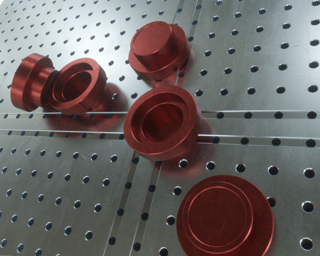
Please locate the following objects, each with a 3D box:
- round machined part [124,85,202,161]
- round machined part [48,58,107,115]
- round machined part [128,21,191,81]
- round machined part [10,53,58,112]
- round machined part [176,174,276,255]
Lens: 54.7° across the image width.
[{"bbox_3d":[0.007,-0.003,0.394,0.098,0.042,0.098,-13,56,20],"label":"round machined part"},{"bbox_3d":[-0.128,-0.062,0.500,0.098,0.042,0.098,-13,56,20],"label":"round machined part"},{"bbox_3d":[-0.006,-0.125,0.476,0.098,0.042,0.098,-13,56,20],"label":"round machined part"},{"bbox_3d":[-0.202,-0.072,0.520,0.042,0.098,0.098,21,69,0],"label":"round machined part"},{"bbox_3d":[0.061,0.092,0.308,0.098,0.042,0.098,-13,56,20],"label":"round machined part"}]
